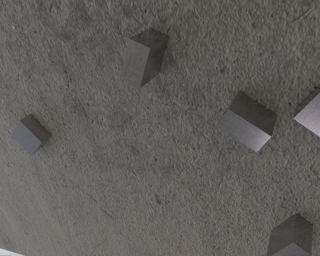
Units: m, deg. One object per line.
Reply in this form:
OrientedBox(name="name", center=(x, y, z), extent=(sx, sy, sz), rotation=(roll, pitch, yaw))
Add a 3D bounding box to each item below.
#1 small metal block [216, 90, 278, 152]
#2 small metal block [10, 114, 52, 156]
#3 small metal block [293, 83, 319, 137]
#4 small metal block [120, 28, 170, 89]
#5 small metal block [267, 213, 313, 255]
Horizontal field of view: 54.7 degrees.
OrientedBox(name="small metal block", center=(0.095, -0.009, 0.335), extent=(0.050, 0.050, 0.025), rotation=(34, 129, 6))
OrientedBox(name="small metal block", center=(-0.221, 0.012, 0.531), extent=(0.050, 0.025, 0.050), rotation=(47, 129, -5))
OrientedBox(name="small metal block", center=(0.171, -0.017, 0.306), extent=(0.050, 0.025, 0.050), rotation=(36, 129, 4))
OrientedBox(name="small metal block", center=(-0.017, -0.080, 0.350), extent=(0.025, 0.050, 0.050), rotation=(27, 128, 11))
OrientedBox(name="small metal block", center=(0.165, 0.144, 0.393), extent=(0.025, 0.050, 0.050), rotation=(36, 129, 4))
